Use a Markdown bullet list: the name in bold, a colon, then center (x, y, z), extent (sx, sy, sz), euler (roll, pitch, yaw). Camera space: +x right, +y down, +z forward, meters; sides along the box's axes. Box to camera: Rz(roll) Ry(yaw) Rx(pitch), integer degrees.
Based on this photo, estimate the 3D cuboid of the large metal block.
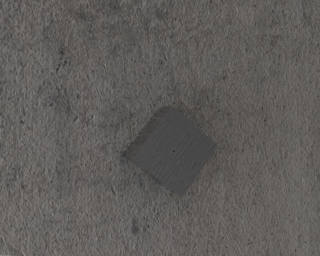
- **large metal block**: center (0.013, 0.029, 0.400), extent (0.080, 0.050, 0.080), euler (40, 77, -16)
